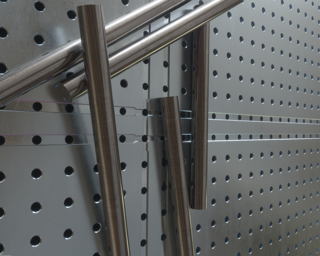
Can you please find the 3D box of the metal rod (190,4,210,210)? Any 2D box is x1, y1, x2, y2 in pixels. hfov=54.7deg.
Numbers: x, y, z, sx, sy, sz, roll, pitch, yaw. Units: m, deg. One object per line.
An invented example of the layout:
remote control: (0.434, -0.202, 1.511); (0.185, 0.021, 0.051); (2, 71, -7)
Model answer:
metal rod: (0.059, -0.031, 0.461); (0.025, 0.025, 0.298); (2, 89, -40)

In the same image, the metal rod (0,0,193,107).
metal rod: (-0.056, -0.112, 0.363); (0.302, 0.025, 0.025); (-41, 115, -33)

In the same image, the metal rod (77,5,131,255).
metal rod: (-0.058, 0.026, 0.338); (0.025, 0.025, 0.298); (-16, 108, -39)

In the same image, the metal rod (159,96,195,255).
metal rod: (0.029, 0.105, 0.435); (0.025, 0.025, 0.298); (-11, 97, -40)

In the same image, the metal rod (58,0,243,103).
metal rod: (0.007, -0.118, 0.396); (0.302, 0.025, 0.025); (-37, 113, -27)
